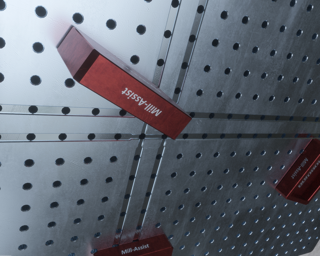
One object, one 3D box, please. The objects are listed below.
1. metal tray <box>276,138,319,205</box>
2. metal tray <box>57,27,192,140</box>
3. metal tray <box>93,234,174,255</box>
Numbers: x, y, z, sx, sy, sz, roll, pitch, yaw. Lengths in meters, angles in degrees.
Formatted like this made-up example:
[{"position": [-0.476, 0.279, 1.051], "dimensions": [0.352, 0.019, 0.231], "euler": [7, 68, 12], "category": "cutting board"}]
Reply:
[{"position": [0.306, 0.092, 0.629], "dimensions": [0.090, 0.030, 0.129], "euler": [21, 107, -36], "category": "metal tray"}, {"position": [-0.035, -0.045, 0.321], "dimensions": [0.130, 0.090, 0.030], "euler": [31, 101, -38], "category": "metal tray"}, {"position": [-0.047, 0.237, 0.528], "dimensions": [0.131, 0.030, 0.089], "euler": [-5, 121, -26], "category": "metal tray"}]
